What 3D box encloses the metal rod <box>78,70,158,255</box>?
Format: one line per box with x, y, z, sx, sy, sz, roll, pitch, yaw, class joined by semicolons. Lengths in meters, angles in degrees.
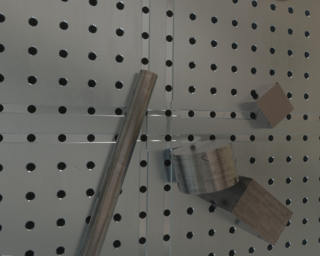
-0.060;0.070;0.390;0.025;0.025;0.299;20;83;-19;metal rod

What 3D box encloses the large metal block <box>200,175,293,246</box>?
0.117;0.106;0.427;0.080;0.080;0.050;39;78;-16;large metal block

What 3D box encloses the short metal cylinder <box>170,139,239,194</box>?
0.058;0.048;0.405;0.081;0.080;0.050;-14;95;-20;short metal cylinder

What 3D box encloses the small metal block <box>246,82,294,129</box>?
0.169;-0.034;0.475;0.050;0.025;0.050;-39;103;-16;small metal block
